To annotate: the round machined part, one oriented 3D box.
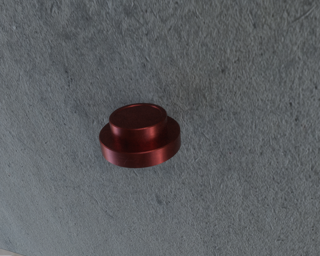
[{"bbox_3d":[-0.025,0.002,0.375,0.098,0.098,0.042,10,123,23],"label":"round machined part"}]
